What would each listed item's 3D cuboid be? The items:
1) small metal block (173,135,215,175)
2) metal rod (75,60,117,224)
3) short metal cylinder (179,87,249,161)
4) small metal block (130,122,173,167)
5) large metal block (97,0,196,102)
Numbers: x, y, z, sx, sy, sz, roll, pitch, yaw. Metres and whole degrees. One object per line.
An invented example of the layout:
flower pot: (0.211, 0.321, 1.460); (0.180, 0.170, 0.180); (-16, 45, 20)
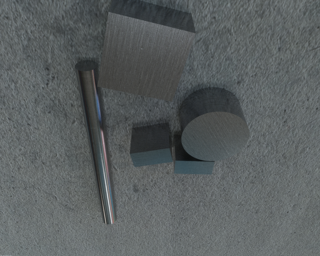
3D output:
small metal block: (0.044, 0.036, 0.422); (0.050, 0.050, 0.025); (2, 130, -2)
metal rod: (-0.085, 0.044, 0.443); (0.025, 0.025, 0.298); (0, 130, -1)
short metal cylinder: (0.066, -0.004, 0.388); (0.081, 0.050, 0.079); (0, 130, 0)
small metal block: (-0.011, 0.022, 0.409); (0.050, 0.050, 0.025); (-9, 130, 7)
large metal block: (-0.016, -0.081, 0.322); (0.081, 0.050, 0.079); (11, 129, -10)
